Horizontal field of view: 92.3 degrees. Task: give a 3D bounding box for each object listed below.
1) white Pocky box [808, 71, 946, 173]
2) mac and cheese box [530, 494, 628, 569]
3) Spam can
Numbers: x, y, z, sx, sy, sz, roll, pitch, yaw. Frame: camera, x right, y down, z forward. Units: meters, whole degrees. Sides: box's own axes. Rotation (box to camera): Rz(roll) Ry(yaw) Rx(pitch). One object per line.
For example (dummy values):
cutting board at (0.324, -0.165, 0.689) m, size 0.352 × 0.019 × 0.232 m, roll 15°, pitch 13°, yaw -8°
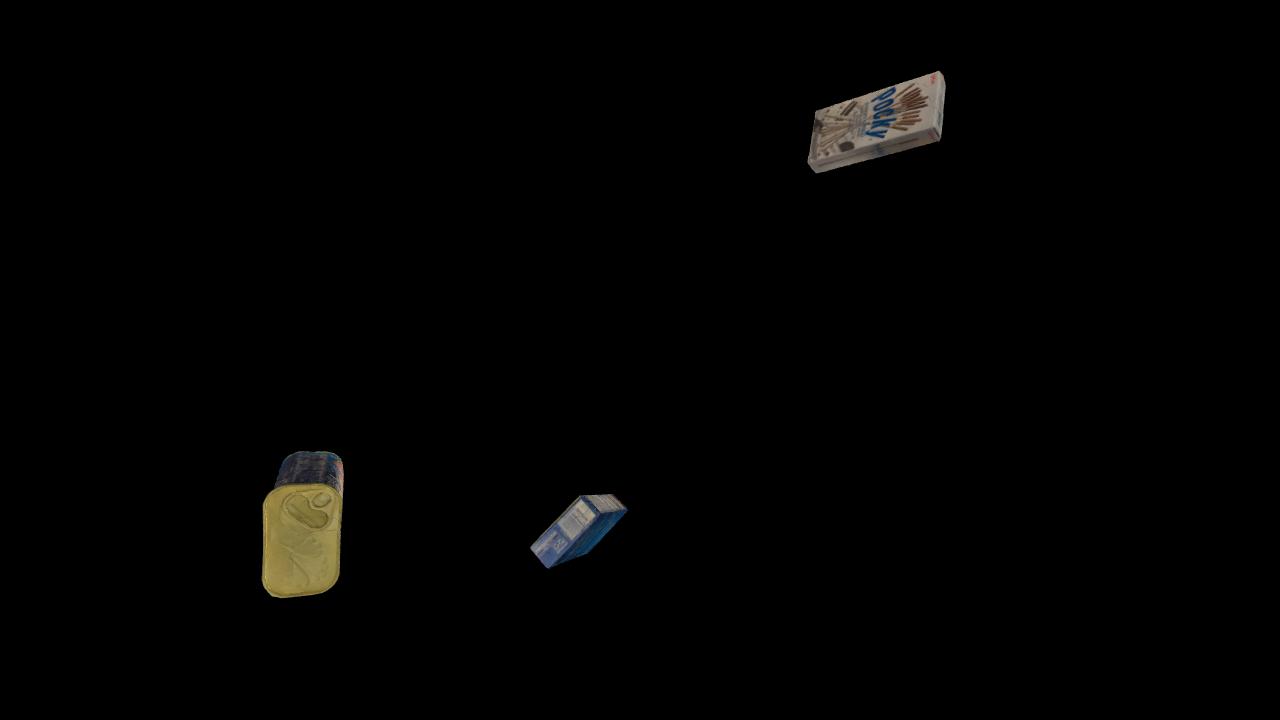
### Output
white Pocky box at (0.284, -0.285, 0.746) m, size 0.154 × 0.084 × 0.028 m, roll -3°, pitch -24°, yaw 42°
mac and cheese box at (-0.076, 0.226, 0.832) m, size 0.041 × 0.093 × 0.184 m, roll 42°, pitch -3°, yaw 15°
Spam can at (-0.295, 0.141, 0.545) m, size 0.058 × 0.101 × 0.085 m, roll 3°, pitch 11°, yaw -24°
